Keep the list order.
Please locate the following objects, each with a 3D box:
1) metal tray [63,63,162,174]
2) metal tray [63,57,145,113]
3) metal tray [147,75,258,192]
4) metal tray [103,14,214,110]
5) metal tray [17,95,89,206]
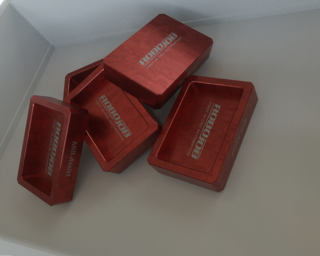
[{"bbox_3d":[-0.064,-0.016,0.414,0.090,0.030,0.130,-41,66,8],"label":"metal tray"},{"bbox_3d":[-0.089,-0.065,0.485,0.130,0.030,0.090,-19,54,16],"label":"metal tray"},{"bbox_3d":[0.052,0.001,0.371,0.090,0.030,0.130,13,68,33],"label":"metal tray"},{"bbox_3d":[0.000,-0.093,0.412,0.090,0.030,0.131,33,59,15],"label":"metal tray"},{"bbox_3d":[-0.148,0.028,0.421,0.090,0.030,0.129,19,100,35],"label":"metal tray"}]
